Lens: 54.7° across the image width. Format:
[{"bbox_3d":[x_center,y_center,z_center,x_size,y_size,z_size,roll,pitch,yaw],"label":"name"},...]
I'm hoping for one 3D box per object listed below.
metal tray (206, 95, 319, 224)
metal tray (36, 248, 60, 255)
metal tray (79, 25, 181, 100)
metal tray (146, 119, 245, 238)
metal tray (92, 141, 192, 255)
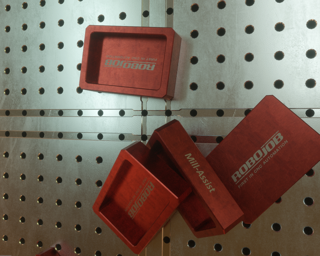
[{"bbox_3d":[0.118,0.037,0.368,0.090,0.030,0.130,45,103,14],"label":"metal tray"},{"bbox_3d":[-0.182,0.261,0.472,0.090,0.030,0.130,42,103,14],"label":"metal tray"},{"bbox_3d":[-0.043,-0.090,0.423,0.130,0.030,0.089,8,93,19],"label":"metal tray"},{"bbox_3d":[0.032,0.063,0.366,0.030,0.090,0.130,-29,77,-23],"label":"metal tray"},{"bbox_3d":[-0.028,0.091,0.391,0.090,0.030,0.129,41,127,15],"label":"metal tray"}]
